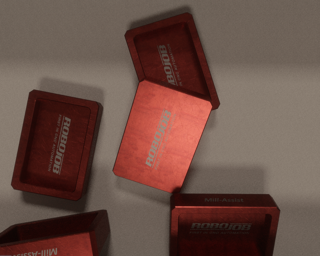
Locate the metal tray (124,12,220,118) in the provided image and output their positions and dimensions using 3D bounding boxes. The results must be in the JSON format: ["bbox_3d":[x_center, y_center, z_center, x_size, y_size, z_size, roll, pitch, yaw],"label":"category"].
[{"bbox_3d":[0.016,-0.074,0.409,0.090,0.030,0.129,-18,90,-1],"label":"metal tray"}]

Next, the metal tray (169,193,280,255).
[{"bbox_3d":[0.078,0.130,0.395,0.131,0.030,0.089,1,110,-1],"label":"metal tray"}]

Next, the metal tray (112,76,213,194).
[{"bbox_3d":[0.002,0.010,0.390,0.090,0.030,0.129,18,108,-1],"label":"metal tray"}]

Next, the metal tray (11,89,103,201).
[{"bbox_3d":[-0.133,0.022,0.407,0.091,0.030,0.129,11,90,-1],"label":"metal tray"}]

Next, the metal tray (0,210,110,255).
[{"bbox_3d":[-0.134,0.136,0.377,0.131,0.090,0.030,-9,90,-1],"label":"metal tray"}]
